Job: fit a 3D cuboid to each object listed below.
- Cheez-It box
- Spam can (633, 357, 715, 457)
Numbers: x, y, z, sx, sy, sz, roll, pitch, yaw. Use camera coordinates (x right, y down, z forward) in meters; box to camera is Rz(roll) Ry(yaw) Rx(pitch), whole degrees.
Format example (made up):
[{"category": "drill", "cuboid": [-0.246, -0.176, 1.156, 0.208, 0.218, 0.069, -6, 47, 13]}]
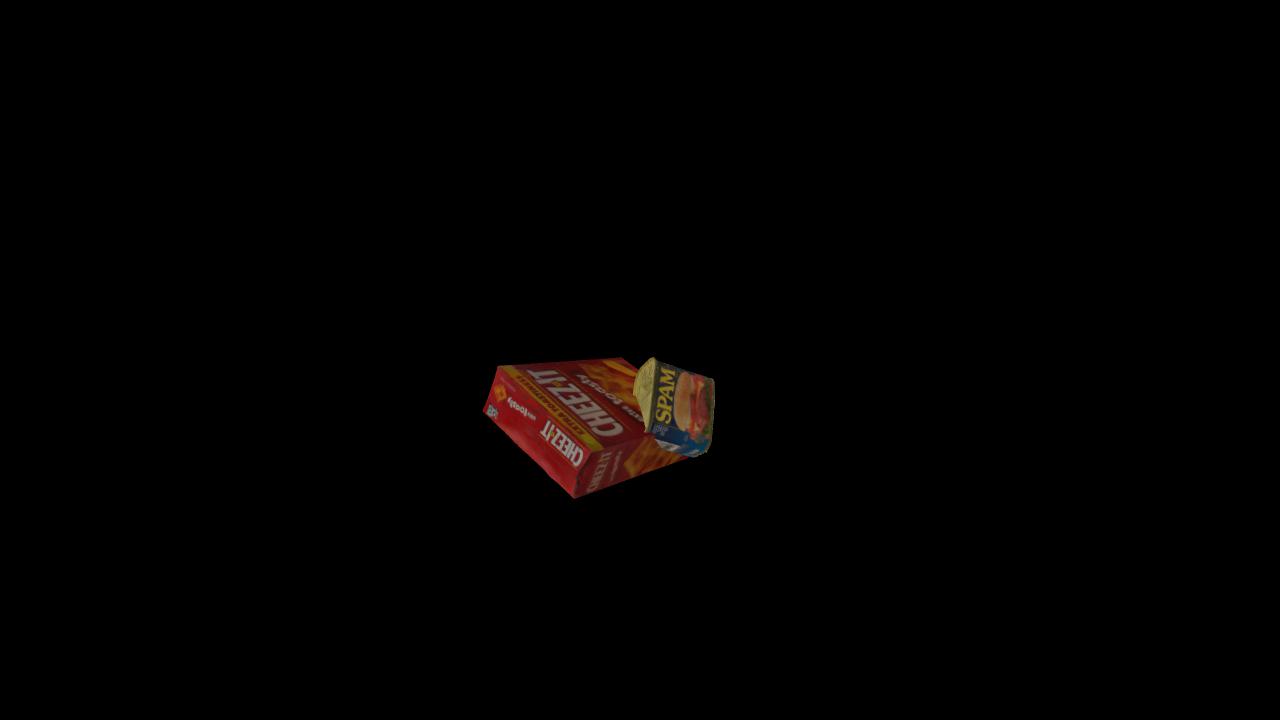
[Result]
[{"category": "Cheez-It box", "cuboid": [-0.048, 0.067, 0.737, 0.166, 0.071, 0.223, 35, 24, 31]}, {"category": "Spam can", "cuboid": [0.039, 0.058, 0.727, 0.085, 0.101, 0.058, 18, -29, -19]}]
